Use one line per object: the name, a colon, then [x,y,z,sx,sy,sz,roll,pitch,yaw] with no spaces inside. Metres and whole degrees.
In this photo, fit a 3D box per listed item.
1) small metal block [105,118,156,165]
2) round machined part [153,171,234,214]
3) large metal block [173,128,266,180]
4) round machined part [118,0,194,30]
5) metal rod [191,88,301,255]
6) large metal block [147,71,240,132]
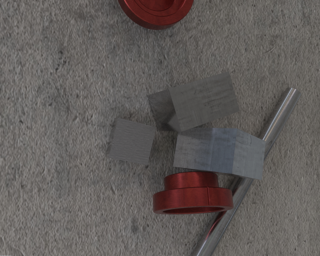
small metal block: [-0.038,0.017,0.395,0.050,0.025,0.050,14,85,-20]
round machined part: [0.040,0.082,0.389,0.099,0.098,0.042,5,68,-20]
large metal block: [0.076,0.032,0.390,0.080,0.080,0.050,18,77,-48]
round machined part: [-0.009,-0.174,0.396,0.099,0.042,0.097,0,90,-20]
metal rod: [0.129,0.068,0.456,0.025,0.025,0.300,36,78,-17]
large metal block: [0.039,-0.032,0.394,0.081,0.080,0.050,-19,97,-19]
